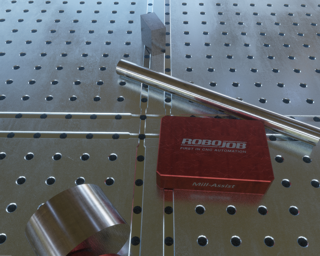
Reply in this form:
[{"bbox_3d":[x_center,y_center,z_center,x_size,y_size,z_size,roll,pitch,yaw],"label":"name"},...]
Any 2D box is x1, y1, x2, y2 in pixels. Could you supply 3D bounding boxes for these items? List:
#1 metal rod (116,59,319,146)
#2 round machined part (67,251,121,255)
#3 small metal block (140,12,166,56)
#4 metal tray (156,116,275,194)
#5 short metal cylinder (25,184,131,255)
[{"bbox_3d":[0.071,-0.042,0.443,0.301,0.025,0.025,22,53,17],"label":"metal rod"},{"bbox_3d":[-0.066,0.139,0.244,0.099,0.097,0.042,-36,50,-26],"label":"round machined part"},{"bbox_3d":[-0.012,-0.159,0.525,0.025,0.050,0.050,-18,53,-14],"label":"small metal block"},{"bbox_3d":[0.064,0.030,0.380,0.131,0.030,0.090,3,50,2],"label":"metal tray"},{"bbox_3d":[-0.075,0.099,0.288,0.081,0.080,0.050,-31,57,-24],"label":"short metal cylinder"}]
